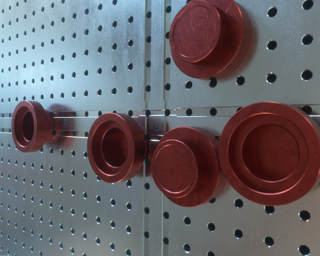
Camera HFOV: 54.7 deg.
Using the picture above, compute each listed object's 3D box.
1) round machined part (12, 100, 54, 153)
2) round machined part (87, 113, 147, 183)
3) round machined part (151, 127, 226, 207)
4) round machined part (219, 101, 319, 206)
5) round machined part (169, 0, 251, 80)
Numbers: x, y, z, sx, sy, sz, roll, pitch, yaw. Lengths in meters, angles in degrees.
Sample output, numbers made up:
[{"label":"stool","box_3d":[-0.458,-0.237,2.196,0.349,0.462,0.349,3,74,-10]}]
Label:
[{"label":"round machined part","box_3d":[-0.241,-0.003,0.593,0.098,0.042,0.097,0,90,39]},{"label":"round machined part","box_3d":[-0.057,0.028,0.443,0.098,0.042,0.097,0,90,39]},{"label":"round machined part","box_3d":[0.028,0.047,0.374,0.098,0.042,0.097,0,90,39]},{"label":"round machined part","box_3d":[0.111,0.024,0.305,0.098,0.042,0.097,0,90,39]},{"label":"round machined part","box_3d":[0.050,-0.106,0.356,0.098,0.042,0.097,0,90,39]}]
